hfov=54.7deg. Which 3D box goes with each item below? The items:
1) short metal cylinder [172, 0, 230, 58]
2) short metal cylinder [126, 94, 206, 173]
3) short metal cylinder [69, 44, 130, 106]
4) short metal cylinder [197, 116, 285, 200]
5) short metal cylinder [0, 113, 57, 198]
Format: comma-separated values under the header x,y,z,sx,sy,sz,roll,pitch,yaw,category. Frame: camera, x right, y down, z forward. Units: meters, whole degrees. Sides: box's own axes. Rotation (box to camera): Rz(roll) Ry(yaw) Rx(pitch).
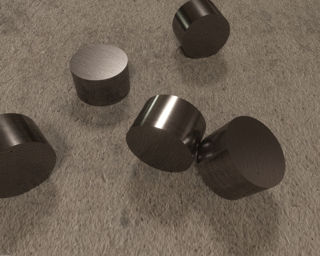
x,y,z,sx,sy,sz,roll,pitch,yaw,category
0.066,-0.161,0.504,0.081,0.080,0.050,-13,51,-11,short metal cylinder
0.008,0.008,0.361,0.080,0.080,0.050,17,52,14,short metal cylinder
-0.086,-0.077,0.451,0.081,0.050,0.080,0,50,0,short metal cylinder
0.088,0.033,0.338,0.081,0.050,0.080,15,58,-25,short metal cylinder
-0.163,0.030,0.340,0.081,0.080,0.050,-31,57,-23,short metal cylinder
